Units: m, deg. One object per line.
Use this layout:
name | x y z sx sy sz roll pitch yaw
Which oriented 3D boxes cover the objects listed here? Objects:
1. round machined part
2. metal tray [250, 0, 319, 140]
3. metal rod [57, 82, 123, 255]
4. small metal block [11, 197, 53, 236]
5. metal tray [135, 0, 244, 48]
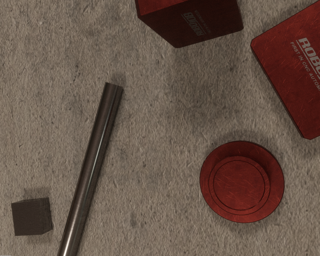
round machined part | 0.095 0.064 0.366 0.098 0.042 0.097 0 90 19
metal tray | 0.172 -0.063 0.346 0.090 0.030 0.130 -29 81 17
metal rod | -0.106 0.082 0.445 0.025 0.025 0.298 19 96 18
small metal block | -0.197 0.136 0.477 0.050 0.025 0.050 -9 87 19
metal tray | 0.039 -0.128 0.339 0.090 0.130 0.030 -11 87 19
